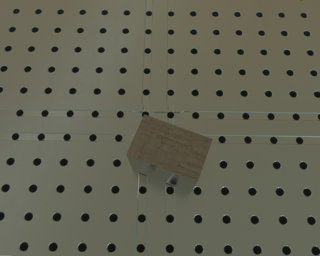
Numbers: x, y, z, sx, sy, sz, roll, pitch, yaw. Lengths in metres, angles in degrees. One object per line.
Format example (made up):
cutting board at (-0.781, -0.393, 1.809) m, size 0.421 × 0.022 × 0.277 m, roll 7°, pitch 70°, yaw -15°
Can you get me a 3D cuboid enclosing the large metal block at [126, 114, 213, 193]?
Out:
large metal block at (0.011, 0.034, 0.370) m, size 0.080 × 0.080 × 0.050 m, roll 20°, pitch 72°, yaw 7°
